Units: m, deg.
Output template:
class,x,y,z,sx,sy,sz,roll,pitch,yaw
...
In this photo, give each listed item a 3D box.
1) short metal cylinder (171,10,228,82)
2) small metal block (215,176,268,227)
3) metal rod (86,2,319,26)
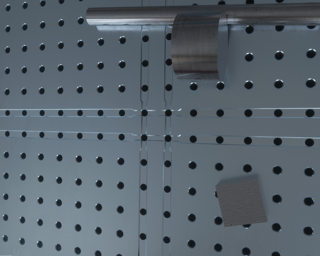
class,x,y,z,sx,sy,sz,roll,pitch,yaw
short metal cylinder,0.049,-0.095,0.366,0.050,0.080,0.079,4,91,19
small metal block,0.100,0.089,0.377,0.050,0.025,0.050,-14,86,19
metal rod,0.042,-0.144,0.397,0.301,0.025,0.025,7,92,19
